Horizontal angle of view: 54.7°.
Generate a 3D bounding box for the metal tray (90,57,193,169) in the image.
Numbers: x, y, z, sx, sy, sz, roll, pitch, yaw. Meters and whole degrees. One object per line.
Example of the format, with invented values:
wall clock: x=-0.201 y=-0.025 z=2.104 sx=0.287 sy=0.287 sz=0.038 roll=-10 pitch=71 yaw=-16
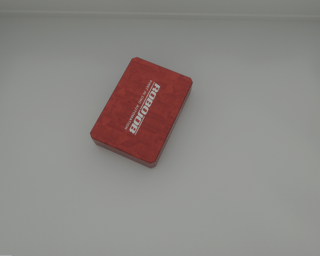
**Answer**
metal tray: x=-0.022 y=-0.023 z=0.415 sx=0.090 sy=0.030 sz=0.130 roll=23 pitch=71 yaw=8
